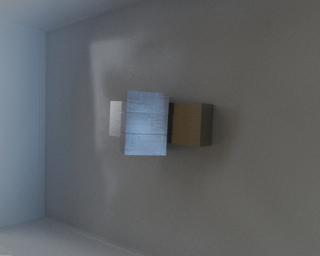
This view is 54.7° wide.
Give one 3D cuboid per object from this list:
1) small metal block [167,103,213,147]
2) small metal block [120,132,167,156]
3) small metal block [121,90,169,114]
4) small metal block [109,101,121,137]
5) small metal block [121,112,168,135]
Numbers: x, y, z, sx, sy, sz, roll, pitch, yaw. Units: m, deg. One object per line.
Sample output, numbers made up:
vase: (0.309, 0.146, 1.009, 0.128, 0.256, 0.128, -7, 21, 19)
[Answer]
small metal block: (0.035, -0.005, 0.375, 0.050, 0.025, 0.050, 4, 93, 39)
small metal block: (-0.023, 0.019, 0.392, 0.050, 0.050, 0.025, -172, 84, -76)
small metal block: (-0.020, -0.031, 0.389, 0.050, 0.050, 0.025, -169, 81, -76)
small metal block: (-0.045, -0.012, 0.440, 0.050, 0.025, 0.050, 5, 93, 39)
small metal block: (-0.021, -0.006, 0.391, 0.050, 0.050, 0.025, -172, 84, -76)
